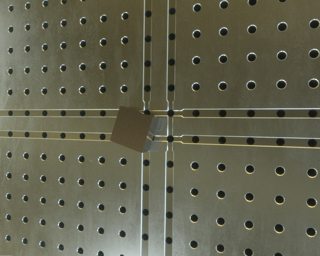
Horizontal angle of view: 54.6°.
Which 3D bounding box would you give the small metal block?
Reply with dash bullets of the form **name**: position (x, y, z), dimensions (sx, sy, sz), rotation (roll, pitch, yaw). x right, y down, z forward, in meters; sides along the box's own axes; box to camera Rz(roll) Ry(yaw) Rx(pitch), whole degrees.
- **small metal block**: position (-0.035, 0.001, 0.425), dimensions (0.050, 0.025, 0.050), rotation (20, 97, 19)
